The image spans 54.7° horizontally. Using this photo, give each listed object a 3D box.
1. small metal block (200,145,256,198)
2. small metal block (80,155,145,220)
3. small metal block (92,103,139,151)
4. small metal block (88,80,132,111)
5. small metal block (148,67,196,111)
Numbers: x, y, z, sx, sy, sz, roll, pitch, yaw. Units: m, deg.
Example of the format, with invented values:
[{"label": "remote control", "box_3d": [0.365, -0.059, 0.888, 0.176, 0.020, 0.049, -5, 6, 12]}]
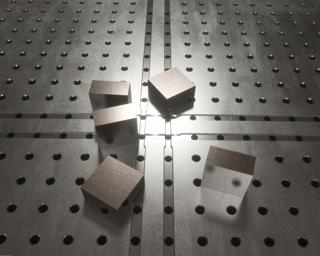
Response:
[{"label": "small metal block", "box_3d": [0.076, 0.050, 0.350, 0.050, 0.050, 0.025, 14, 52, 11]}, {"label": "small metal block", "box_3d": [-0.052, 0.066, 0.351, 0.050, 0.025, 0.050, 25, 54, 19]}, {"label": "small metal block", "box_3d": [-0.055, -0.001, 0.391, 0.050, 0.050, 0.025, -12, 51, -11]}, {"label": "small metal block", "box_3d": [-0.066, -0.037, 0.421, 0.050, 0.050, 0.025, 3, 50, 2]}, {"label": "small metal block", "box_3d": [0.017, -0.058, 0.457, 0.050, 0.025, 0.050, -27, 55, -21]}]
